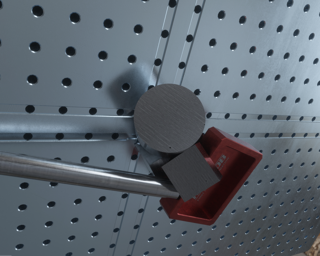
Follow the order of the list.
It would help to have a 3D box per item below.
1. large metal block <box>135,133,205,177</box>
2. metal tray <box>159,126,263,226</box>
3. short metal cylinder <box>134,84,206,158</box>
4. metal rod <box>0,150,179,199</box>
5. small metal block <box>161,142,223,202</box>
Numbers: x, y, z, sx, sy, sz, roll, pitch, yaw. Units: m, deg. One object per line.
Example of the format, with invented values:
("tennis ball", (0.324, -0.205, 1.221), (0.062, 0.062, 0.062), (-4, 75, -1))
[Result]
("large metal block", (0.023, 0.043, 0.434), (0.080, 0.050, 0.080), (-31, 129, -9))
("metal tray", (0.070, 0.070, 0.423), (0.091, 0.030, 0.129), (23, 106, -37))
("short metal cylinder", (0.010, -0.007, 0.370), (0.080, 0.080, 0.050), (-31, 171, -9))
("metal rod", (-0.116, 0.047, 0.340), (0.302, 0.025, 0.025), (13, 112, -22))
("small metal block", (0.039, 0.053, 0.373), (0.050, 0.050, 0.025), (-36, 172, 17))
